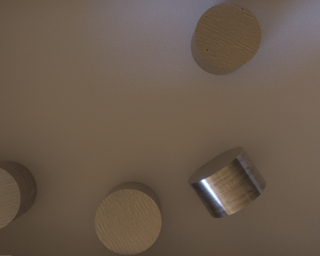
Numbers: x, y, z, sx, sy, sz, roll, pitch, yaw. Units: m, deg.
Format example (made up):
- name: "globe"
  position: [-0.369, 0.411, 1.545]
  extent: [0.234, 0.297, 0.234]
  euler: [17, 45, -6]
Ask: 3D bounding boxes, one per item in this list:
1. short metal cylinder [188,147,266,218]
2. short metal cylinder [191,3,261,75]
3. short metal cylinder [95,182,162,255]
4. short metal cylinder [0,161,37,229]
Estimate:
- name: "short metal cylinder"
  position: [0.082, 0.066, 0.385]
  extent: [0.080, 0.080, 0.050]
  euler: [-34, 90, 0]
- name: "short metal cylinder"
  position: [0.083, -0.112, 0.400]
  extent: [0.081, 0.050, 0.079]
  euler: [0, 90, -1]
- name: "short metal cylinder"
  position: [-0.038, 0.113, 0.399]
  extent: [0.081, 0.050, 0.079]
  euler: [0, 90, -1]
- name: "short metal cylinder"
  position: [-0.208, 0.084, 0.396]
  extent: [0.081, 0.050, 0.079]
  euler: [0, 90, -1]
